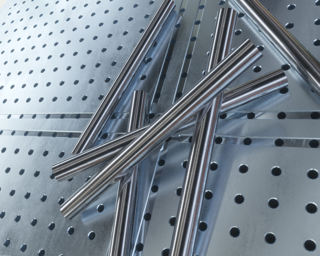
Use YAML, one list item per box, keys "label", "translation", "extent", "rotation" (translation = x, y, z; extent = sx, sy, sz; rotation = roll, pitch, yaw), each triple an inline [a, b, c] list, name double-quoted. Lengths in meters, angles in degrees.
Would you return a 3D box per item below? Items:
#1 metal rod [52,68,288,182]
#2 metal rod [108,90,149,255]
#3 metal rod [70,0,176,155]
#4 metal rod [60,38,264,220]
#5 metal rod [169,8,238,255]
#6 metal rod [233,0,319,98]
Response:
- label: "metal rod"
  translation: [0.008, -0.001, 0.381]
  extent: [0.301, 0.025, 0.025]
  rotation: [-23, 53, 5]
- label: "metal rod"
  translation: [-0.040, 0.082, 0.379]
  extent: [0.025, 0.025, 0.300]
  rotation: [-9, 58, 23]
- label: "metal rod"
  translation: [-0.051, -0.086, 0.488]
  extent: [0.025, 0.025, 0.300]
  rotation: [16, 70, 34]
- label: "metal rod"
  translation: [-0.012, 0.014, 0.354]
  extent: [0.299, 0.025, 0.025]
  rotation: [-42, 49, 18]
- label: "metal rod"
  translation: [0.050, 0.004, 0.344]
  extent: [0.025, 0.025, 0.299]
  rotation: [5, 75, 30]
- label: "metal rod"
  translation: [0.156, -0.112, 0.394]
  extent: [0.025, 0.025, 0.300]
  rotation: [-29, 52, 10]
